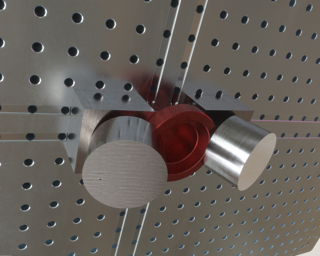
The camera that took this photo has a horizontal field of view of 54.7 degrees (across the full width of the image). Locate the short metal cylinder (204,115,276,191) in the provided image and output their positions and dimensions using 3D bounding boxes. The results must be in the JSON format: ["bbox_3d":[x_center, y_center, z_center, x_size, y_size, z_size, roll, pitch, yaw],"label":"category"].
[{"bbox_3d":[0.100,0.031,0.387,0.081,0.050,0.079,-31,137,-33],"label":"short metal cylinder"}]

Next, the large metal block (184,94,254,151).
[{"bbox_3d":[0.073,0.000,0.434,0.081,0.050,0.079,-1,119,-28],"label":"large metal block"}]

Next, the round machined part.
[{"bbox_3d":[0.017,0.014,0.380,0.099,0.042,0.097,-14,124,-21],"label":"round machined part"}]

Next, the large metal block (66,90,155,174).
[{"bbox_3d":[-0.060,0.004,0.364,0.081,0.050,0.079,1,118,-29],"label":"large metal block"}]

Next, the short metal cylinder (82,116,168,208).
[{"bbox_3d":[-0.034,0.034,0.316,0.081,0.050,0.079,-2,118,-4],"label":"short metal cylinder"}]
